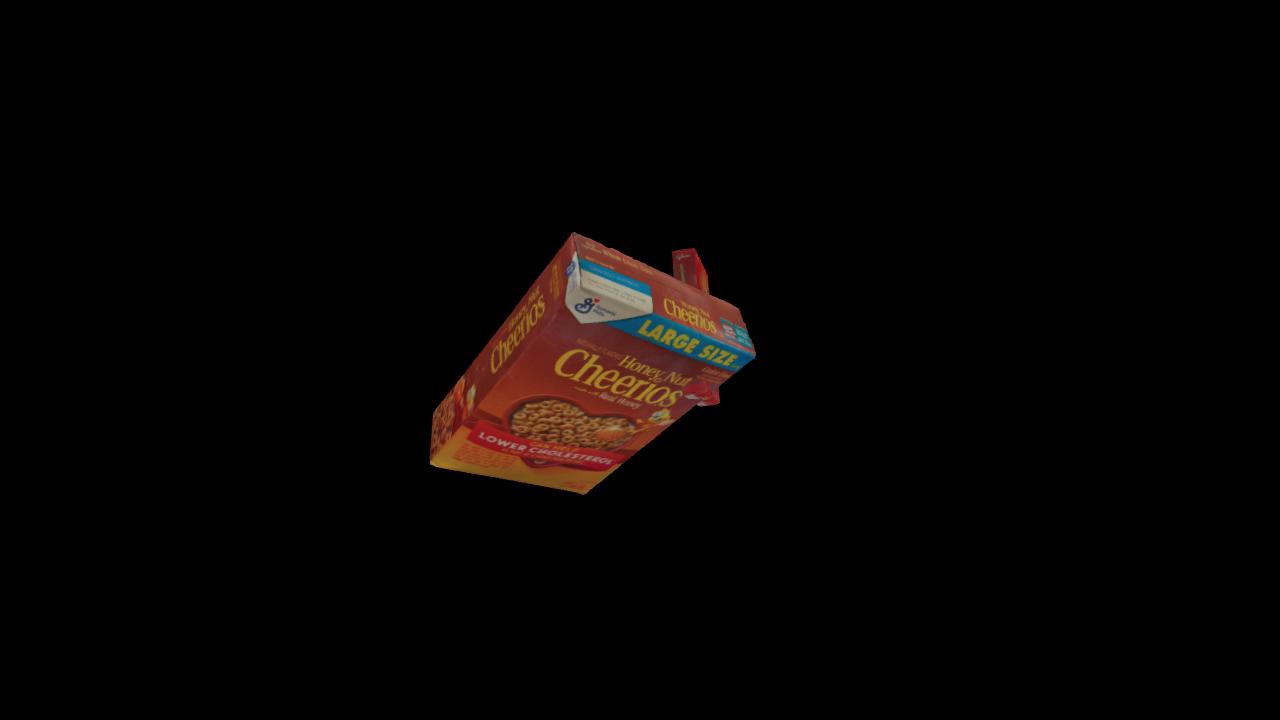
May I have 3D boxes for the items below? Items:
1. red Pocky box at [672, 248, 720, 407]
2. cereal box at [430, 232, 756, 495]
[{"bbox_3d":[0.060,-0.033,0.652,0.028,0.155,0.083,-7,-13,16],"label":"red Pocky box"},{"bbox_3d":[-0.061,0.028,0.636,0.203,0.081,0.306,20,-46,-34],"label":"cereal box"}]
